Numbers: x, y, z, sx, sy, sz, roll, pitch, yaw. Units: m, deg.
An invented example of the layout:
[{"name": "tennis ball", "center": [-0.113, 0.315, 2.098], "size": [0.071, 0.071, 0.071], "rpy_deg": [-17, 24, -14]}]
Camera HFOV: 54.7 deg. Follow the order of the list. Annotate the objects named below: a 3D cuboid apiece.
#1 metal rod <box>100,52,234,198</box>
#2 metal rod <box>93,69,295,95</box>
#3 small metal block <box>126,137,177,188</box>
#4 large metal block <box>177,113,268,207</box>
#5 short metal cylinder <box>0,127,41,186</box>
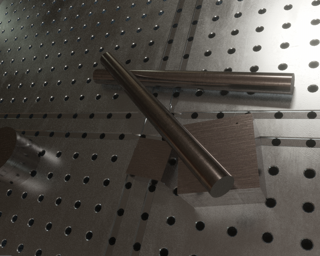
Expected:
[{"name": "metal rod", "center": [-0.013, -0.028, 0.376], "size": [0.025, 0.025, 0.300], "rpy_deg": [-41, 44, 0]}, {"name": "metal rod", "center": [0.026, -0.068, 0.435], "size": [0.300, 0.025, 0.025], "rpy_deg": [8, 66, 31]}, {"name": "small metal block", "center": [-0.007, 0.042, 0.385], "size": [0.050, 0.025, 0.050], "rpy_deg": [7, 65, 31]}, {"name": "large metal block", "center": [0.067, 0.037, 0.334], "size": [0.080, 0.050, 0.080], "rpy_deg": [-10, 58, 22]}, {"name": "short metal cylinder", "center": [-0.238, 0.045, 0.487], "size": [0.080, 0.050, 0.080], "rpy_deg": [-13, 56, 20]}]
